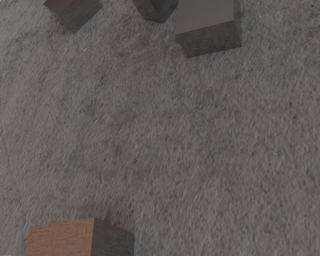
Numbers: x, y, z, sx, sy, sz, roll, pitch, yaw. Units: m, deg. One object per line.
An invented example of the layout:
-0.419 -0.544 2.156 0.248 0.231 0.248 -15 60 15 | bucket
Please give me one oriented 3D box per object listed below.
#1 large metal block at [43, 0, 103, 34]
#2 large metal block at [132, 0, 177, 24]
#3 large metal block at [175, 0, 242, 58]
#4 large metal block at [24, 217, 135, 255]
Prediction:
-0.178 -0.250 0.632 0.080 0.050 0.080 -45 51 -4 | large metal block
-0.005 -0.236 0.515 0.050 0.080 0.080 29 78 37 | large metal block
0.071 -0.155 0.444 0.080 0.050 0.080 -7 59 24 | large metal block
-0.083 0.134 0.328 0.080 0.080 0.050 -14 56 20 | large metal block
